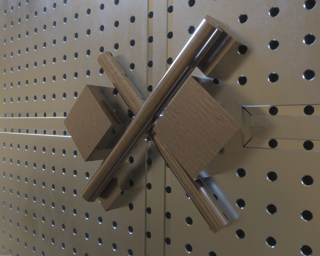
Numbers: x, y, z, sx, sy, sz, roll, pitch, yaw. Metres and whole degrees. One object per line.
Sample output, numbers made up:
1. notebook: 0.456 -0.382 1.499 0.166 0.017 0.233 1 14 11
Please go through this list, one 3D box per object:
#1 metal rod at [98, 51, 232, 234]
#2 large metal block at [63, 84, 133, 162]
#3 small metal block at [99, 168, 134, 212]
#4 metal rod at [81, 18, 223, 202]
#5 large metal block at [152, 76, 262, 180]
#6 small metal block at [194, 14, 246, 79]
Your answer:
1. metal rod: -0.007 0.002 0.414 0.025 0.025 0.299 -50 61 28
2. large metal block: -0.092 -0.007 0.469 0.080 0.050 0.080 -51 61 28
3. small metal block: -0.073 0.089 0.470 0.050 0.025 0.050 52 120 27
4. metal rod: -0.024 -0.005 0.396 0.298 0.025 0.025 -52 60 27
5. large metal block: 0.051 0.000 0.351 0.080 0.050 0.080 51 120 28
6. small metal block: 0.061 -0.093 0.360 0.050 0.025 0.050 -52 60 27
